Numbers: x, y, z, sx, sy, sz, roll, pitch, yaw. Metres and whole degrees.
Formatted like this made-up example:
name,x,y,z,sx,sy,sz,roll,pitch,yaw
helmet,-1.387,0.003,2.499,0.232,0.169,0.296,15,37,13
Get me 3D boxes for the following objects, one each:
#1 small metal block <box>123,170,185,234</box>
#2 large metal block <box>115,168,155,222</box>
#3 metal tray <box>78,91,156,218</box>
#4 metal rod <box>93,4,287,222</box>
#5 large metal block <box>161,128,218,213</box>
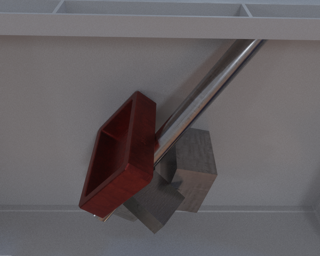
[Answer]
name,x,y,z,sx,sy,sz,roll,pitch,yaw
small metal block,-0.006,0.087,0.367,0.050,0.050,0.025,42,133,6
large metal block,-0.054,0.073,0.434,0.080,0.080,0.050,29,124,-23
metal tray,-0.046,0.026,0.360,0.030,0.130,0.090,34,123,-24
metal rod,0.022,-0.006,0.344,0.025,0.025,0.299,34,105,-26
large metal block,0.035,0.055,0.420,0.050,0.080,0.079,10,129,-9
